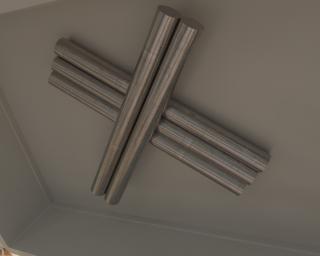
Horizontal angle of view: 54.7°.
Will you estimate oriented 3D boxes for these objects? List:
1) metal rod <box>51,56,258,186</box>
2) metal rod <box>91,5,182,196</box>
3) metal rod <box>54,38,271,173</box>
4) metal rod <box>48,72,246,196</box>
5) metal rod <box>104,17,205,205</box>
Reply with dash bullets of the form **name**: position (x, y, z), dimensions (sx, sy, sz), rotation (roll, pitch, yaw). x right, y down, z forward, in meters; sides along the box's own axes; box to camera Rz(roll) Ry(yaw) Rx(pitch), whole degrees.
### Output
- **metal rod**: position (-0.012, -0.015, 0.404), dimensions (0.301, 0.025, 0.025), rotation (30, 128, 8)
- **metal rod**: position (-0.043, -0.008, 0.392), dimensions (0.025, 0.025, 0.298), rotation (32, 129, 7)
- **metal rod**: position (-0.003, -0.033, 0.388), dimensions (0.301, 0.025, 0.025), rotation (30, 128, 8)
- **metal rod**: position (-0.022, 0.002, 0.419), dimensions (0.301, 0.025, 0.025), rotation (30, 128, 8)
- **metal rod**: position (-0.021, 0.004, 0.389), dimensions (0.025, 0.025, 0.298), rotation (32, 129, 7)
